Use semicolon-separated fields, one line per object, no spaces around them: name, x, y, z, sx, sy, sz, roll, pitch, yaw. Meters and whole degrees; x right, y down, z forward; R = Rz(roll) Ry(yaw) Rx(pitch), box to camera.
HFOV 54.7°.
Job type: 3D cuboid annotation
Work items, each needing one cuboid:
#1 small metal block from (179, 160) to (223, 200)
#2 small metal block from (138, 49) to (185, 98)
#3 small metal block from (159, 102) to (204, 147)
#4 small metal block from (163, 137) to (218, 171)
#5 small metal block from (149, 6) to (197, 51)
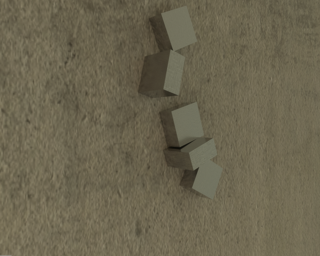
small metal block;0.062;0.072;0.460;0.050;0.025;0.050;34;69;-35
small metal block;0.001;-0.067;0.391;0.025;0.050;0.050;17;79;-39
small metal block;0.031;-0.006;0.433;0.050;0.025;0.050;-23;105;-38
small metal block;0.041;0.034;0.426;0.050;0.050;0.025;-26;107;-37
small metal block;0.019;-0.133;0.422;0.050;0.025;0.050;-32;110;-36
